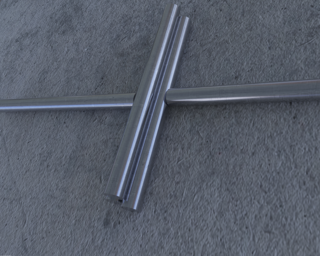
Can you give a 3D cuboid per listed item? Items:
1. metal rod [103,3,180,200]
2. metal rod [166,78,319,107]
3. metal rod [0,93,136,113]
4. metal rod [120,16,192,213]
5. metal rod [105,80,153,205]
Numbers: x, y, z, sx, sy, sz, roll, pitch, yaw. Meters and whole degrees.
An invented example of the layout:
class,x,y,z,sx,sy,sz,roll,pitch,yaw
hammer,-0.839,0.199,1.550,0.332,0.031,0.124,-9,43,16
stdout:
class,x,y,z,sx,sy,sz,roll,pitch,yaw
metal rod,-0.017,-0.052,0.419,0.025,0.025,0.300,1,62,28
metal rod,0.147,-0.042,0.353,0.300,0.025,0.025,0,62,27
metal rod,-0.164,-0.040,0.513,0.300,0.025,0.025,1,62,28
metal rod,0.001,-0.036,0.426,0.025,0.025,0.300,1,62,28
metal rod,-0.019,-0.041,0.440,0.025,0.025,0.300,1,62,28
